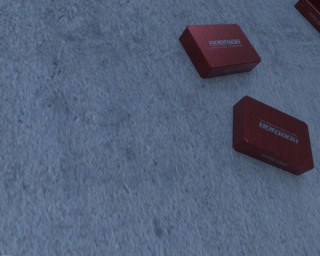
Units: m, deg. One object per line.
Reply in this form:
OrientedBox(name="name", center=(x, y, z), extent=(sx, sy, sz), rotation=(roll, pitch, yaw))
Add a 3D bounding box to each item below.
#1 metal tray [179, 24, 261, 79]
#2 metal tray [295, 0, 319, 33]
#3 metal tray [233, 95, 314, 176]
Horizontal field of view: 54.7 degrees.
OrientedBox(name="metal tray", center=(0.108, -0.138, 0.546), extent=(0.131, 0.030, 0.090), rotation=(-15, 69, -34))
OrientedBox(name="metal tray", center=(0.425, -0.295, 0.814), extent=(0.091, 0.030, 0.130), rotation=(-34, 81, -38))
OrientedBox(name="metal tray", center=(0.179, 0.012, 0.492), extent=(0.131, 0.030, 0.090), rotation=(22, 54, -16))
